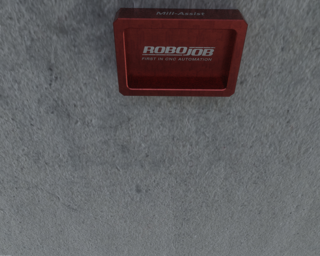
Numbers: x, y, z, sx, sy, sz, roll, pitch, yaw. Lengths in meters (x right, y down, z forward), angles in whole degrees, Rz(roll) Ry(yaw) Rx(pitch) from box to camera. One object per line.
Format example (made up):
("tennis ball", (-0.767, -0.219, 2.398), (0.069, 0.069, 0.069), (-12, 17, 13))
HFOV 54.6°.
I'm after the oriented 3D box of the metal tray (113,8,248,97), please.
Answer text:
("metal tray", (0.020, -0.079, 0.336), (0.131, 0.030, 0.089), (0, 130, -1))
